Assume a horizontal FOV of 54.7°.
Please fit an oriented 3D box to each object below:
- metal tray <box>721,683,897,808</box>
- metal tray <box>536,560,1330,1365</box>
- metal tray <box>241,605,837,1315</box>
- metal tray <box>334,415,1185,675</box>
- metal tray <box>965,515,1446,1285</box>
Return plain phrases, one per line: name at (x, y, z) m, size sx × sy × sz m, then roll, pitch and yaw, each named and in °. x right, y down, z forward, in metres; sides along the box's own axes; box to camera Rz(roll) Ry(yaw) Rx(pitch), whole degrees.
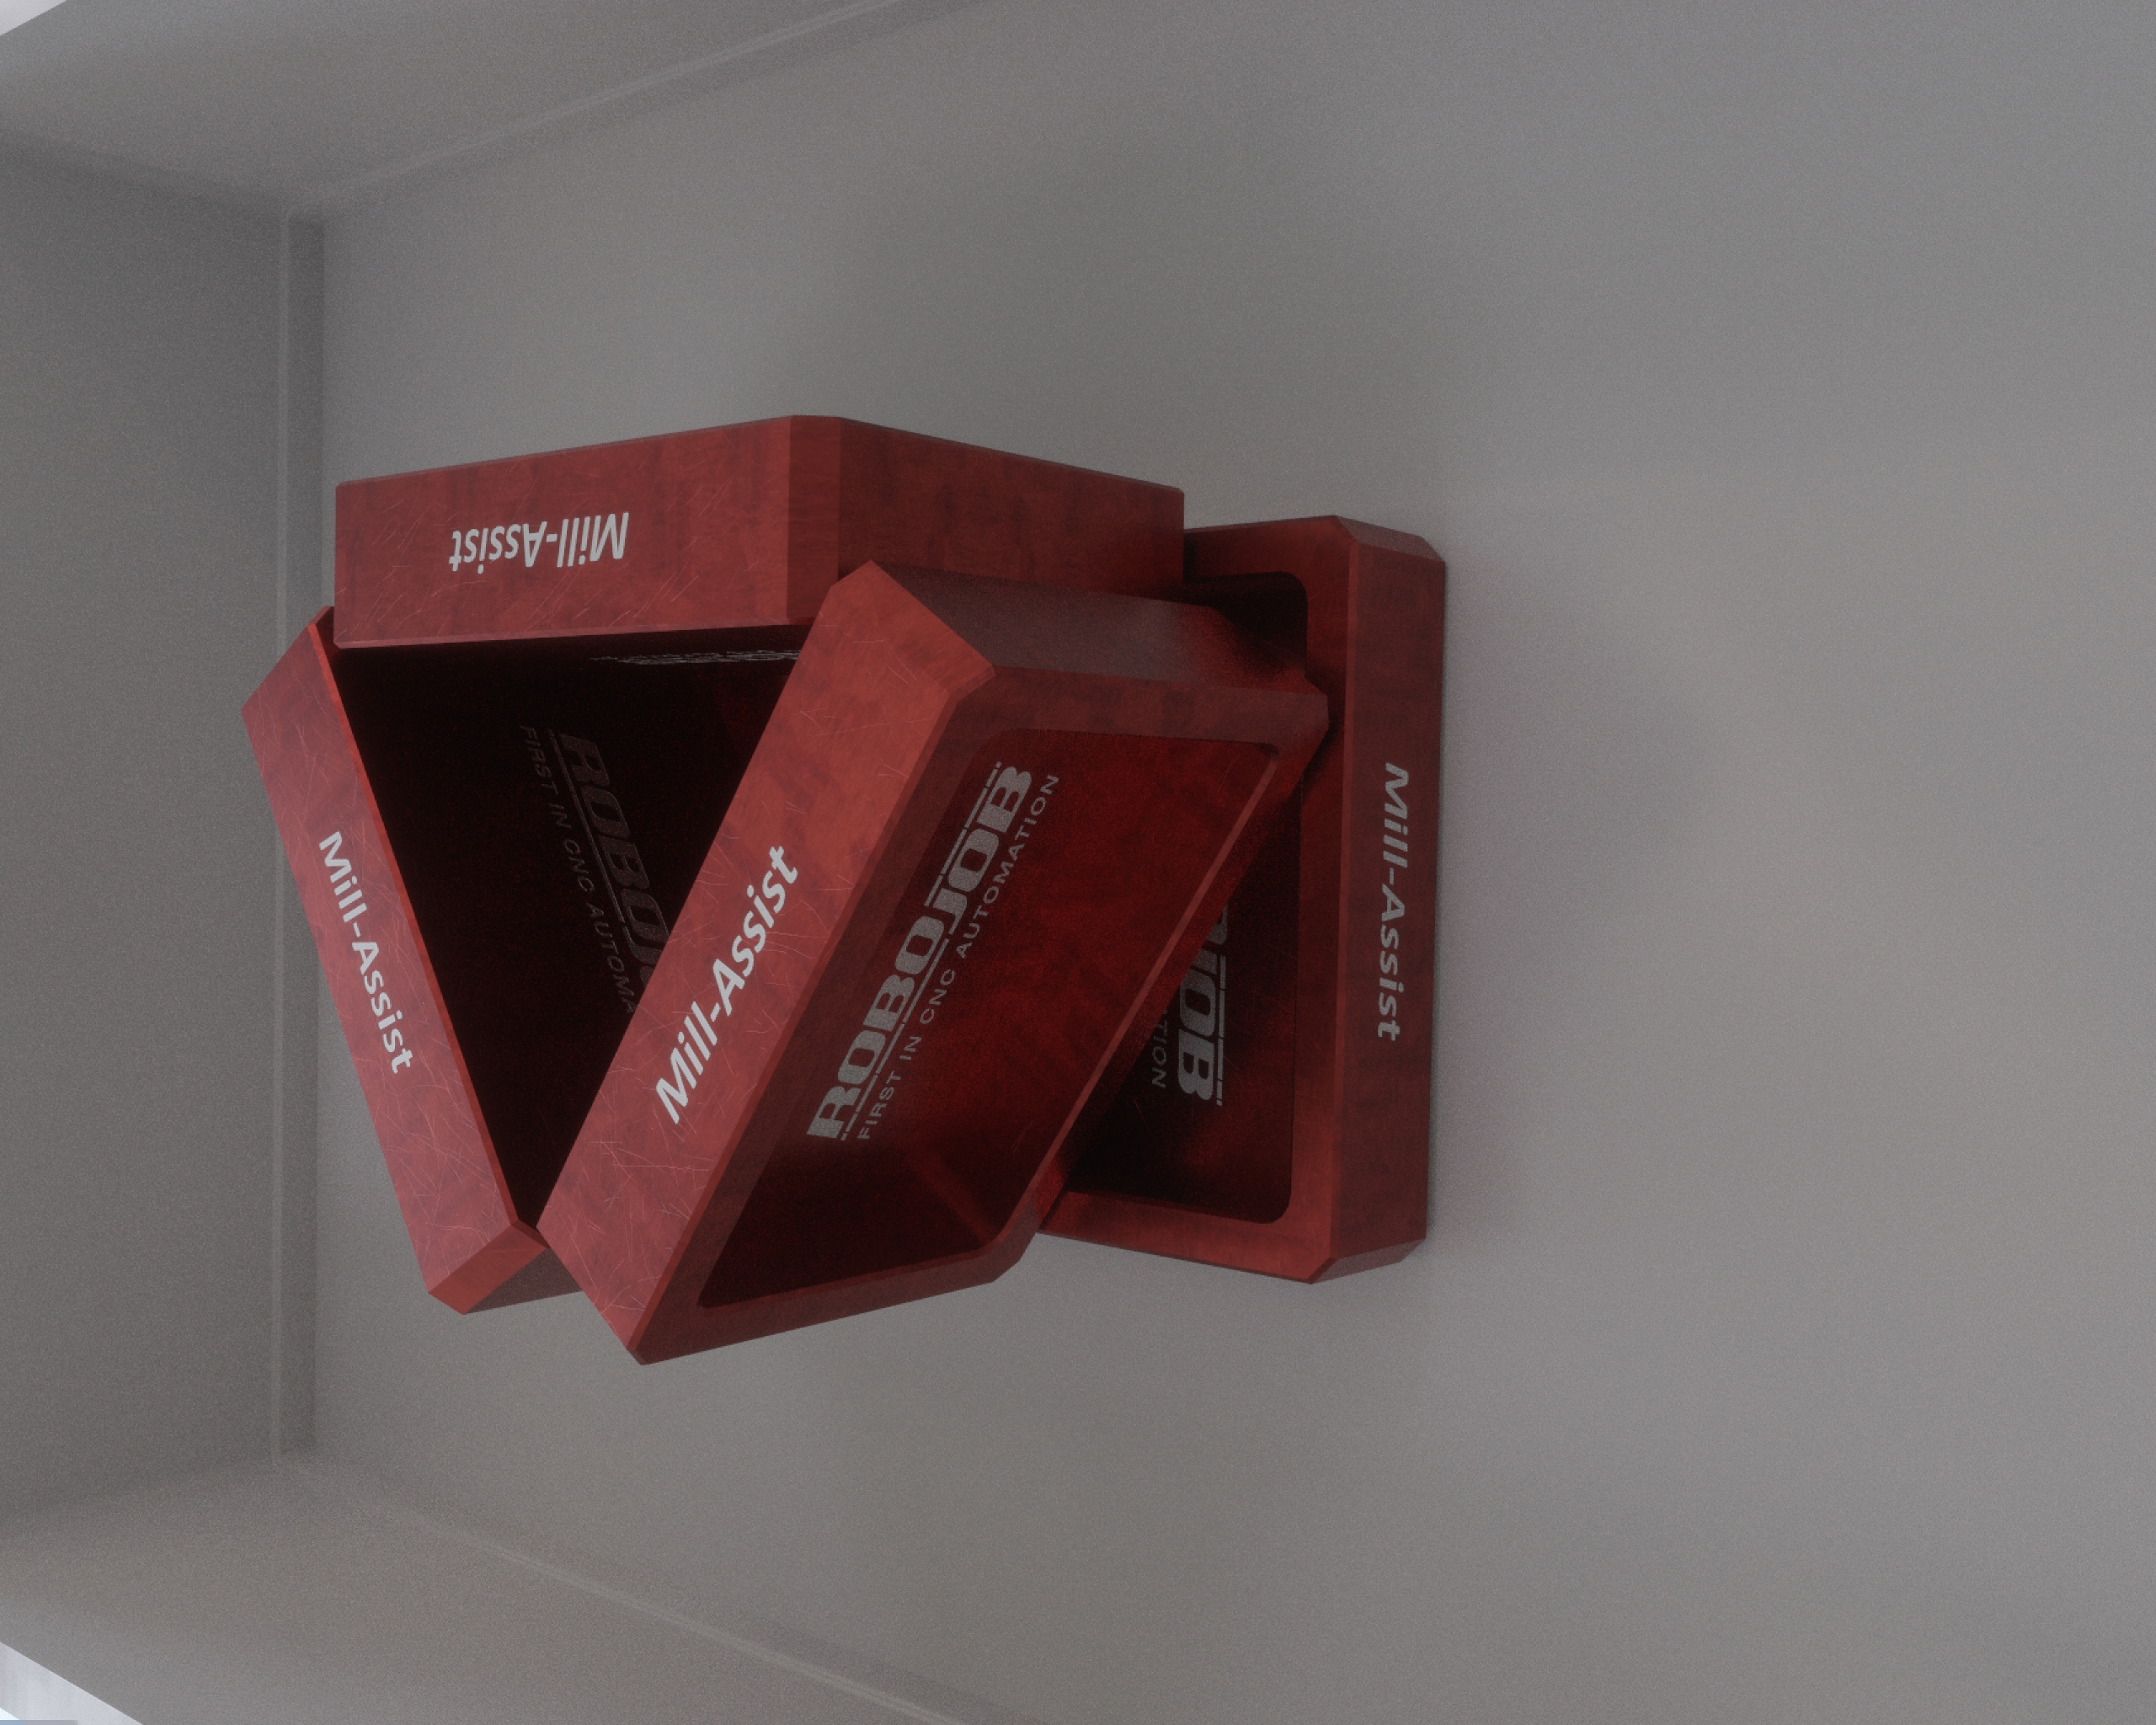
metal tray at (-0.050, 0.003, 0.445) m, size 0.090 × 0.030 × 0.129 m, roll 1°, pitch 90°, yaw 40°
metal tray at (-0.023, 0.018, 0.341) m, size 0.030 × 0.091 × 0.129 m, roll 43°, pitch 116°, yaw 32°
metal tray at (-0.096, 0.015, 0.402) m, size 0.030 × 0.091 × 0.130 m, roll -39°, pitch 67°, yaw 34°
metal tray at (-0.058, -0.052, 0.370) m, size 0.130 × 0.091 × 0.030 m, roll 3°, pitch 92°, yaw 40°
metal tray at (0.020, 0.005, 0.386) m, size 0.090 × 0.030 × 0.129 m, roll 2°, pitch 90°, yaw 40°
